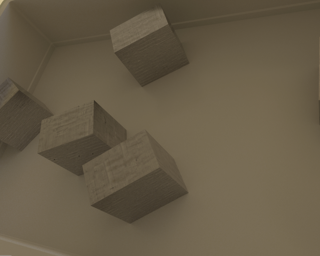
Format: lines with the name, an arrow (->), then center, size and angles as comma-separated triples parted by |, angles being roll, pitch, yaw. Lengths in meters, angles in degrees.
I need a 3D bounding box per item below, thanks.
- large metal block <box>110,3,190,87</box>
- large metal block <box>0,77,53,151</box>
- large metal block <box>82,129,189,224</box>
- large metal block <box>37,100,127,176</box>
large metal block -> -0.014, -0.117, 0.448 | 0.080, 0.080, 0.050 | -25, 53, 13
large metal block -> -0.236, -0.021, 0.504 | 0.080, 0.080, 0.050 | -48, 52, -5
large metal block -> -0.026, 0.058, 0.347 | 0.080, 0.080, 0.050 | -30, 52, 9
large metal block -> -0.099, 0.017, 0.410 | 0.080, 0.080, 0.050 | -19, 55, 17
